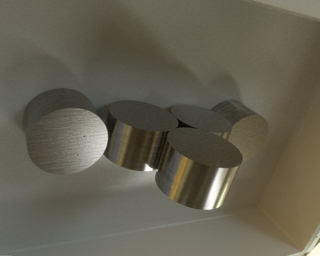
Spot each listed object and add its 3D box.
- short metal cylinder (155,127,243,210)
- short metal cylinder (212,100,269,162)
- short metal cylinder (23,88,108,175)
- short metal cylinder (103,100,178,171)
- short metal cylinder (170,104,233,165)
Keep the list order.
[{"bbox_3d":[0.040,0.040,0.329,0.081,0.080,0.050,2,118,-29],"label":"short metal cylinder"},{"bbox_3d":[0.109,0.005,0.453,0.081,0.050,0.079,-14,124,-21],"label":"short metal cylinder"},{"bbox_3d":[-0.103,0.004,0.336,0.081,0.050,0.079,-14,124,-21],"label":"short metal cylinder"},{"bbox_3d":[-0.024,0.007,0.361,0.081,0.080,0.050,2,118,-29],"label":"short metal cylinder"},{"bbox_3d":[0.046,0.009,0.401,0.081,0.080,0.050,2,118,-29],"label":"short metal cylinder"}]
